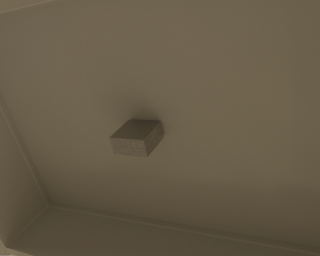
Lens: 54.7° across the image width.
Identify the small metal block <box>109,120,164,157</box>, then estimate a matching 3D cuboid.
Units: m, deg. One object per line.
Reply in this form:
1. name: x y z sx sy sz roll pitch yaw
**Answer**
1. small metal block: -0.030 0.013 0.410 0.050 0.050 0.025 3 120 26
